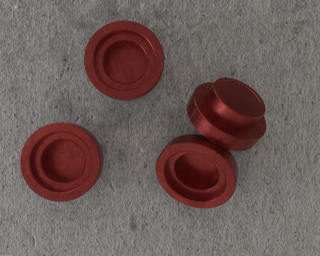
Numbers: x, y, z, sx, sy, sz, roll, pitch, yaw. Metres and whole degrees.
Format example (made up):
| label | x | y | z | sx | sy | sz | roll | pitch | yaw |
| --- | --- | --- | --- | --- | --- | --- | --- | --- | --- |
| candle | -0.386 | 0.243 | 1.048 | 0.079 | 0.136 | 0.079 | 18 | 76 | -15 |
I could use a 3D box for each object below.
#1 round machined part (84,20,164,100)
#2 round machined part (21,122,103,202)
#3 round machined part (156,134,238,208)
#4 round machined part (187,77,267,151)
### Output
| label | x | y | z | sx | sy | sz | roll | pitch | yaw |
| --- | --- | --- | --- | --- | --- | --- | --- | --- | --- |
| round machined part | -0.044 | -0.084 | 0.401 | 0.099 | 0.042 | 0.097 | 0 | 90 | 0 |
| round machined part | -0.122 | 0.042 | 0.400 | 0.099 | 0.042 | 0.097 | 0 | 90 | 0 |
| round machined part | 0.048 | 0.049 | 0.386 | 0.098 | 0.042 | 0.097 | 10 | 122 | 17 |
| round machined part | 0.086 | -0.023 | 0.373 | 0.098 | 0.098 | 0.042 | 28 | 132 | 0 |
